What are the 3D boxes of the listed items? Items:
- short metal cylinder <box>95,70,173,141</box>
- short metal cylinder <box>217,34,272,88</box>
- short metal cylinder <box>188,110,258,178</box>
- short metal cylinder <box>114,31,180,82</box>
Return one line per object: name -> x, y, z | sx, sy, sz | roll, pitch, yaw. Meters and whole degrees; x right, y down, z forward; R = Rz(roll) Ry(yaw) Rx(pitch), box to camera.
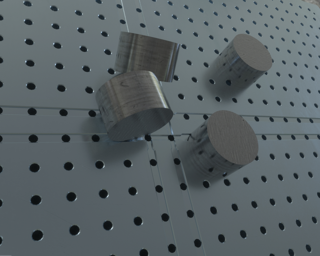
short metal cylinder -> -0.031, -0.025, 0.371 | 0.081, 0.080, 0.050 | -9, 67, -32
short metal cylinder -> 0.147, -0.117, 0.542 | 0.081, 0.050, 0.080 | 14, 56, -21
short metal cylinder -> 0.086, 0.022, 0.424 | 0.081, 0.050, 0.080 | 14, 56, -21
short metal cylinder -> -0.017, -0.094, 0.413 | 0.080, 0.050, 0.080 | 12, 13, -2
